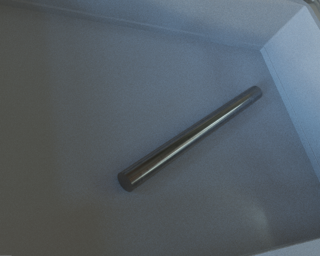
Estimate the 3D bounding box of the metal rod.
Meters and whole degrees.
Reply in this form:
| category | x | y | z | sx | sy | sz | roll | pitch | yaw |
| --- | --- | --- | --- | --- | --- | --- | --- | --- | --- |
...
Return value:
| category | x | y | z | sx | sy | sz | roll | pitch | yaw |
| --- | --- | --- | --- | --- | --- | --- | --- | --- | --- |
| metal rod | 0.063 | 0.000 | 0.441 | 0.302 | 0.025 | 0.025 | -31 | 79 | -38 |
